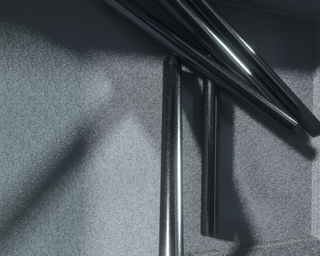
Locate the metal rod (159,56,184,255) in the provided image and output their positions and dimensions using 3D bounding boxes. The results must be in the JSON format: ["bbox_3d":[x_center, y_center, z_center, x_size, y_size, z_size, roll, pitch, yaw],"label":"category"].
[{"bbox_3d":[0.014,0.044,0.354,0.025,0.025,0.299,12,62,-20],"label":"metal rod"}]

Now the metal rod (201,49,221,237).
[{"bbox_3d":[0.072,0.001,0.438,0.025,0.025,0.298,1,90,-20],"label":"metal rod"}]

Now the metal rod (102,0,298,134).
[{"bbox_3d":[0.058,-0.085,0.409,0.301,0.025,0.025,34,79,-9],"label":"metal rod"}]

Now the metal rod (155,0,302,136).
[{"bbox_3d":[0.107,-0.081,0.428,0.301,0.025,0.025,38,78,-25],"label":"metal rod"}]

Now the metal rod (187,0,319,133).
[{"bbox_3d":[0.142,-0.087,0.446,0.301,0.025,0.025,38,78,-23],"label":"metal rod"}]
